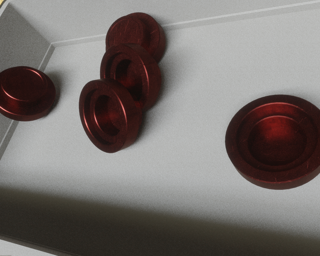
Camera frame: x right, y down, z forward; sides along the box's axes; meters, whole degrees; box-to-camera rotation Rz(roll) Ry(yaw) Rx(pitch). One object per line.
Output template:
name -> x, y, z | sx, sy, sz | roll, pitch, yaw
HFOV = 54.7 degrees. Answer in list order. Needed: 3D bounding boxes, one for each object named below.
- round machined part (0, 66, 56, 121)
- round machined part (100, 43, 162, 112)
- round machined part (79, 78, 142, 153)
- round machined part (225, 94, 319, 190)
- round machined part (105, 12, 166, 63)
round machined part -> -0.224, -0.063, 0.513 | 0.042, 0.099, 0.098 | 129, 149, -54
round machined part -> -0.036, -0.069, 0.433 | 0.098, 0.097, 0.042 | 24, 30, 36
round machined part -> -0.062, -0.019, 0.415 | 0.098, 0.097, 0.042 | 23, 30, 36
round machined part -> 0.121, 0.017, 0.320 | 0.098, 0.042, 0.098 | -13, 56, 20
round machined part -> -0.044, -0.133, 0.479 | 0.098, 0.042, 0.097 | -4, 80, 25
